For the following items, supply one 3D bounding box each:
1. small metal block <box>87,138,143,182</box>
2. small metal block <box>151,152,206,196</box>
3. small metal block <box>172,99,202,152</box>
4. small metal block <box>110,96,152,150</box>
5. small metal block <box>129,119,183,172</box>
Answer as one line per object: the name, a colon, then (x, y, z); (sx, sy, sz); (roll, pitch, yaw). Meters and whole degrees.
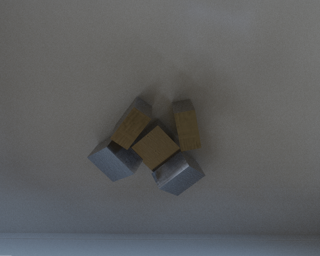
small metal block: (-0.060, 0.041, 0.412); (0.050, 0.025, 0.050); (47, 136, -16)
small metal block: (0.026, 0.063, 0.419); (0.050, 0.025, 0.050); (-39, 143, 12)
small metal block: (0.033, -0.005, 0.394); (0.025, 0.050, 0.050); (-11, 110, 3)
small metal block: (-0.035, -0.007, 0.392); (0.025, 0.050, 0.050); (35, 106, -12)
small metal block: (-0.005, 0.025, 0.418); (0.050, 0.025, 0.050); (-40, 106, 13)
